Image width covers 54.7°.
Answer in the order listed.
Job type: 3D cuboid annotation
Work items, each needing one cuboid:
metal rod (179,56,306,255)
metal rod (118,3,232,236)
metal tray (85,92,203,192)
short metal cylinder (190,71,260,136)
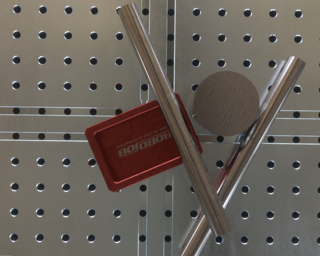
[{"bbox_3d":[0.110,0.041,0.414,0.025,0.025,0.299,29,90,0],"label":"metal rod"},{"bbox_3d":[0.018,-0.010,0.382,0.025,0.025,0.299,-23,90,0],"label":"metal rod"},{"bbox_3d":[-0.021,0.018,0.410,0.131,0.030,0.090,-23,90,0],"label":"metal tray"},{"bbox_3d":[0.081,-0.030,0.401,0.081,0.050,0.079,0,90,0],"label":"short metal cylinder"}]
